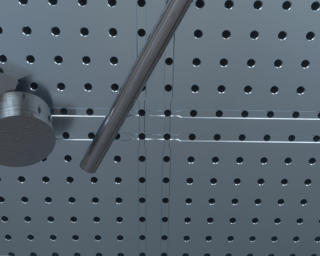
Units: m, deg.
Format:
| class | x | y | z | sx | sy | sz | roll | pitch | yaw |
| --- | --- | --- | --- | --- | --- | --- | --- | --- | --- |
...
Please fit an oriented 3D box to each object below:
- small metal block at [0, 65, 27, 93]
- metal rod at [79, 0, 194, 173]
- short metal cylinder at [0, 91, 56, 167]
| class | x | y | z | sx | sy | sz | roll | pitch | yaw |
| --- | --- | --- | --- | --- | --- | --- | --- | --- | --- |
| small metal block | -0.205 | -0.051 | 0.392 | 0.050 | 0.025 | 0.050 | 22 | 108 | -8 |
| metal rod | -0.026 | -0.066 | 0.388 | 0.025 | 0.025 | 0.298 | 28 | 107 | -10 |
| short metal cylinder | -0.174 | 0.002 | 0.381 | 0.081 | 0.050 | 0.079 | -14 | 133 | -15 |
